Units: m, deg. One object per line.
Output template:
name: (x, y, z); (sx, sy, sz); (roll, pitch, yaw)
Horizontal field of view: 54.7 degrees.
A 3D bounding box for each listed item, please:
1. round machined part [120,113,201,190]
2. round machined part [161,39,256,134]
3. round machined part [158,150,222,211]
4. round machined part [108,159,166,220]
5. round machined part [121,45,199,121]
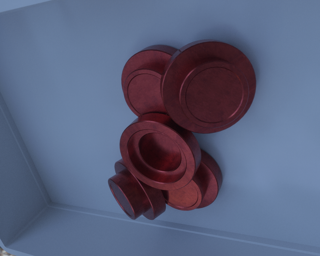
round machined part: (0.004, 0.025, 0.380); (0.098, 0.042, 0.097); (13, 124, 20)
round machined part: (0.051, -0.039, 0.317); (0.099, 0.042, 0.097); (-2, 112, -5)
round machined part: (0.032, 0.074, 0.423); (0.098, 0.042, 0.097); (13, 124, 20)
round machined part: (-0.038, 0.091, 0.443); (0.098, 0.042, 0.097); (43, 151, 32)
round machined part: (-0.004, -0.045, 0.368); (0.098, 0.042, 0.097); (13, 124, 20)
